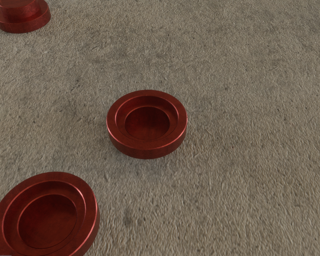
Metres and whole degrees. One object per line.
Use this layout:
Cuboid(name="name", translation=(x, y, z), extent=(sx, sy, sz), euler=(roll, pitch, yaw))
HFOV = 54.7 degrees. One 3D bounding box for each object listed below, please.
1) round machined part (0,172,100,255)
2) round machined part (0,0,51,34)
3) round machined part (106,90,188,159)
Cuboid(name="round machined part", translation=(-0.109, 0.096, 0.311), extent=(0.099, 0.042, 0.098), euler=(0, 50, 0))
Cuboid(name="round machined part", translation=(-0.259, -0.221, 0.576), extent=(0.099, 0.042, 0.098), euler=(0, 50, 0))
Cuboid(name="round machined part", translation=(-0.016, 0.000, 0.392), extent=(0.099, 0.042, 0.098), euler=(0, 50, 0))
